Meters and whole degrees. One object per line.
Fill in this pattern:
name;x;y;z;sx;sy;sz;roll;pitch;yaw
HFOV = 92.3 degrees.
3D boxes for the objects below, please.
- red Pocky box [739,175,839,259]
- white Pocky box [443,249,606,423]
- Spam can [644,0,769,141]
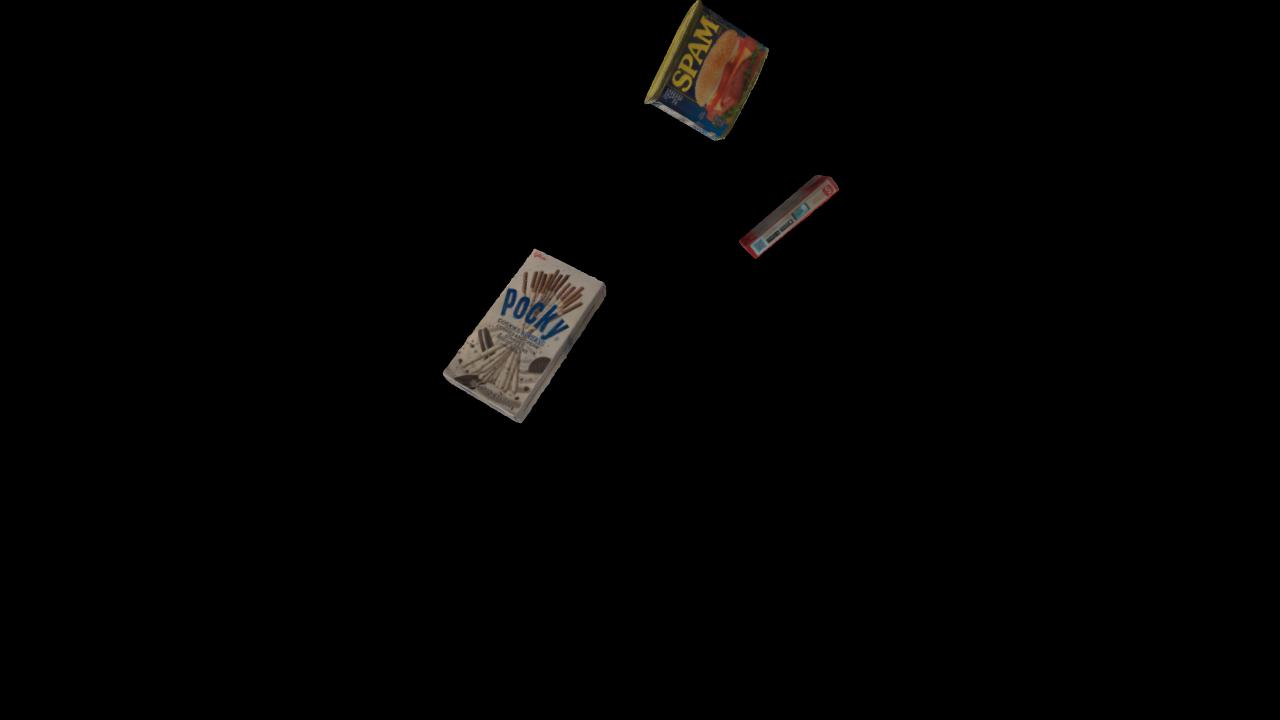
red Pocky box;0.221;-0.216;0.927;0.155;0.028;0.083;-40;14;13
white Pocky box;-0.105;-0.025;0.580;0.084;0.154;0.028;28;-18;13
Spam can;0.066;-0.282;0.609;0.085;0.101;0.058;25;9;-16
